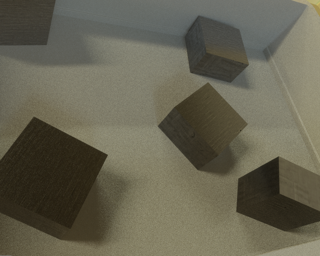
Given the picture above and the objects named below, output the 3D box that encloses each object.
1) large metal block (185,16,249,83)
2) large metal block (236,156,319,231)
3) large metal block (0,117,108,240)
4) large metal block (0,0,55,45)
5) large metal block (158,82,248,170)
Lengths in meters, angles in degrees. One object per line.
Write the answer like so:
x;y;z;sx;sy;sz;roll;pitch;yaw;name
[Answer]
0.093;-0.130;0.519;0.081;0.050;0.080;9;58;-23;large metal block
0.158;0.088;0.401;0.080;0.080;0.050;24;53;-14;large metal block
-0.109;0.049;0.301;0.080;0.050;0.080;29;52;-10;large metal block
-0.175;-0.143;0.363;0.081;0.080;0.050;-11;67;-33;large metal block
0.059;-0.004;0.423;0.080;0.050;0.080;48;51;5;large metal block
